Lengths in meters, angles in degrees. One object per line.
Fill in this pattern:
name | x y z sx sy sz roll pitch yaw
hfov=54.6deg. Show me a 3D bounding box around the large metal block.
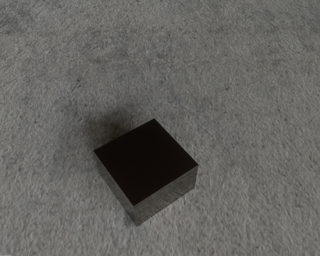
large metal block | -0.016 0.047 0.348 0.080 0.050 0.080 -29 56 -22
